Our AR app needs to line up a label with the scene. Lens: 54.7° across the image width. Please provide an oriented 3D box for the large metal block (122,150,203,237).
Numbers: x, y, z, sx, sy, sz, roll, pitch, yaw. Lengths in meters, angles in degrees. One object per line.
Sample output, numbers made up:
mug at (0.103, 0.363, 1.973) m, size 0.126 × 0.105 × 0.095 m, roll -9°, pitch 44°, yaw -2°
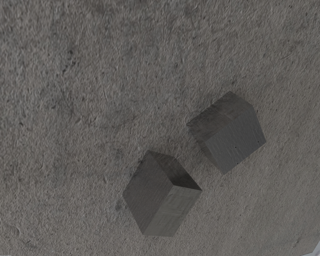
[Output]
large metal block at (0.000, 0.089, 0.426) m, size 0.050 × 0.080 × 0.080 m, roll 19°, pitch 109°, yaw -36°

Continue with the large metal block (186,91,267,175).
large metal block at (0.097, 0.008, 0.448) m, size 0.080 × 0.050 × 0.080 m, roll -37°, pitch 129°, yaw -3°
